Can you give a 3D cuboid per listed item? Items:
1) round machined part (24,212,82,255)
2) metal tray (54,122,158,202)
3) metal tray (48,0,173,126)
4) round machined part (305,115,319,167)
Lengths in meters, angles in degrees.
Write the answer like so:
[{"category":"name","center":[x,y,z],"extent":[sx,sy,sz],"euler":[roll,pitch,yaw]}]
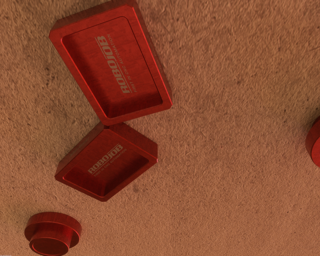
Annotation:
[{"category":"round machined part","center":[-0.196,0.198,0.562],"extent":[0.099,0.042,0.097],"euler":[-1,130,0]},{"category":"metal tray","center":[-0.077,0.049,0.444],"extent":[0.090,0.030,0.130],"euler":[34,122,-26]},{"category":"metal tray","center":[-0.048,-0.068,0.345],"extent":[0.090,0.030,0.130],"euler":[-15,129,12]},{"category":"round machined part","center":[0.242,0.009,0.408],"extent":[0.099,0.042,0.097],"euler":[-1,130,0]}]
